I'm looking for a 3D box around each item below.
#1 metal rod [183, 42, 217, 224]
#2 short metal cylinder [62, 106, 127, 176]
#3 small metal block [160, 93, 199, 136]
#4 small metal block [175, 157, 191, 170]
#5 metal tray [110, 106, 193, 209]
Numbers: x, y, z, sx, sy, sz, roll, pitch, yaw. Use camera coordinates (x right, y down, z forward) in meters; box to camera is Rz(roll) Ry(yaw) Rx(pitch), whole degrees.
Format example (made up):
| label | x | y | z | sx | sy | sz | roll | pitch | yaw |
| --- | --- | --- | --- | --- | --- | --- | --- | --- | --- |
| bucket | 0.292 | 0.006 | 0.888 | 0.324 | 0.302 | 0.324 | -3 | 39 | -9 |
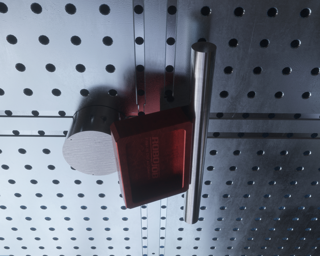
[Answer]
| label | x | y | z | sx | sy | sz | roll | pitch | yaw |
| --- | --- | --- | --- | --- | --- | --- | --- | --- | --- |
| metal rod | 0.047 | 0.032 | 0.406 | 0.025 | 0.025 | 0.298 | -1 | 130 | 0 |
| short metal cylinder | -0.082 | 0.017 | 0.408 | 0.081 | 0.050 | 0.079 | 0 | 130 | 0 |
| small metal block | 0.031 | -0.015 | 0.399 | 0.050 | 0.025 | 0.050 | -12 | 130 | 9 |
| small metal block | 0.020 | 0.052 | 0.455 | 0.050 | 0.025 | 0.050 | 32 | 123 | -25 |
| metal tray | -0.008 | 0.041 | 0.391 | 0.091 | 0.030 | 0.129 | -14 | 132 | -14 |
